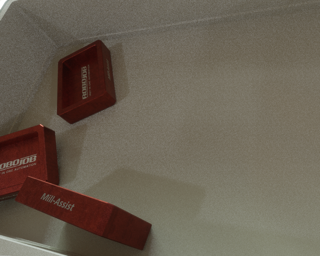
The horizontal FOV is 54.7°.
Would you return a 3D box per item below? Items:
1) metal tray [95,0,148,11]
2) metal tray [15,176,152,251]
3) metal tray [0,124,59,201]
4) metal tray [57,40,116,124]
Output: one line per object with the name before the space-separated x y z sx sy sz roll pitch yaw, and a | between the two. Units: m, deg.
metal tray | -0.041 -0.246 0.540 0.130 0.090 0.030 -13 96 21
metal tray | -0.086 0.096 0.350 0.130 0.090 0.030 9 66 32
metal tray | -0.219 0.056 0.459 0.130 0.030 0.090 -16 70 11
metal tray | -0.125 -0.079 0.516 0.090 0.030 0.130 -23 53 14
